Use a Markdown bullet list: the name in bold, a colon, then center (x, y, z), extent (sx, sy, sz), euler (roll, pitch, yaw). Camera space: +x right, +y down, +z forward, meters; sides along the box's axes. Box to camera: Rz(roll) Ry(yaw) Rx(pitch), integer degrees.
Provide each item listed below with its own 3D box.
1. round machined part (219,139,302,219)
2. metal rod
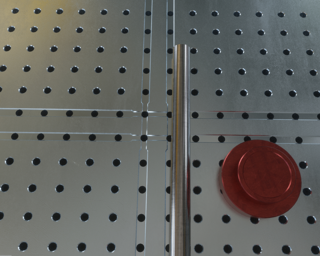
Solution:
- **round machined part**: center (0.125, 0.060, 0.381), extent (0.099, 0.042, 0.098), euler (0, 70, 0)
- **metal rod**: center (0.027, 0.025, 0.402), extent (0.025, 0.025, 0.299), euler (2, 70, 0)
